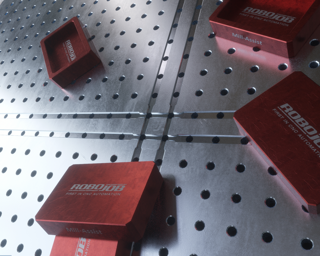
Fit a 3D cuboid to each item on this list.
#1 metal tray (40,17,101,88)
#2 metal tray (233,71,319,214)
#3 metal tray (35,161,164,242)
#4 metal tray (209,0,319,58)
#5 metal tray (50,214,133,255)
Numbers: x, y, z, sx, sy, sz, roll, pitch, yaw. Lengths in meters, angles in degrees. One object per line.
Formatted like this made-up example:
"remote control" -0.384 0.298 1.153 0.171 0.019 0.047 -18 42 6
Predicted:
"metal tray" -0.171 -0.144 0.580 0.090 0.030 0.130 -33 52 6
"metal tray" 0.150 0.009 0.321 0.090 0.030 0.130 -35 51 4
"metal tray" -0.070 0.083 0.369 0.130 0.030 0.090 -5 37 25
"metal tray" 0.145 -0.155 0.423 0.130 0.030 0.090 32 79 37
"metal tray" -0.085 0.165 0.347 0.090 0.030 0.130 -4 60 25
